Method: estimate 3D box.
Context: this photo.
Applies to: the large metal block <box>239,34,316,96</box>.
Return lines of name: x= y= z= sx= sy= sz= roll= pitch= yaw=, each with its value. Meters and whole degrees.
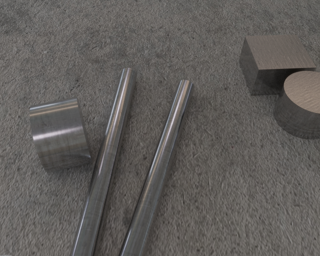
large metal block: x=0.173 y=-0.096 z=0.469 sx=0.081 sy=0.050 sz=0.080 roll=-3 pitch=50 yaw=-2

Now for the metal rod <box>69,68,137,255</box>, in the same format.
metal rod: x=-0.062 y=0.032 z=0.375 sx=0.025 sy=0.025 sz=0.300 roll=5 pitch=50 yaw=4

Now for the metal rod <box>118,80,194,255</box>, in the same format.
metal rod: x=-0.001 y=0.050 z=0.360 sx=0.025 sy=0.025 sz=0.300 roll=12 pitch=51 yaw=10

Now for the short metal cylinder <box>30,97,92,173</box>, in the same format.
short metal cylinder: x=-0.113 y=0.007 z=0.360 sx=0.050 sy=0.080 sz=0.080 roll=-13 pitch=51 yaw=-11

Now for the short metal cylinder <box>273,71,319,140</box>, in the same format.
short metal cylinder: x=0.200 y=-0.031 z=0.415 sx=0.081 sy=0.050 sz=0.080 roll=0 pitch=50 yaw=0
